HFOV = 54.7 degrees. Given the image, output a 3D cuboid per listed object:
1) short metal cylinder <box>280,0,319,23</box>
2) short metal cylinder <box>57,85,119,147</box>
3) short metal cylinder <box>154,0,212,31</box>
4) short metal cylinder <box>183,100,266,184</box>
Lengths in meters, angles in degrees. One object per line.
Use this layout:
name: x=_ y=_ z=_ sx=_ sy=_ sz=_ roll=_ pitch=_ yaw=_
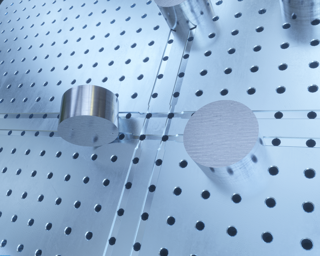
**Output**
short metal cylinder: x=0.197 y=-0.185 z=0.402 sx=0.080 sy=0.050 sz=0.080 roll=-13 pitch=56 yaw=20
short metal cylinder: x=-0.098 y=-0.015 z=0.432 sx=0.080 sy=0.080 sz=0.050 roll=-17 pitch=55 yaw=18
short metal cylinder: x=0.037 y=-0.205 z=0.497 sx=0.080 sy=0.050 sz=0.080 roll=-13 pitch=56 yaw=20
short metal cylinder: x=0.072 y=0.016 z=0.344 sx=0.080 sy=0.050 sz=0.080 roll=-13 pitch=56 yaw=20
